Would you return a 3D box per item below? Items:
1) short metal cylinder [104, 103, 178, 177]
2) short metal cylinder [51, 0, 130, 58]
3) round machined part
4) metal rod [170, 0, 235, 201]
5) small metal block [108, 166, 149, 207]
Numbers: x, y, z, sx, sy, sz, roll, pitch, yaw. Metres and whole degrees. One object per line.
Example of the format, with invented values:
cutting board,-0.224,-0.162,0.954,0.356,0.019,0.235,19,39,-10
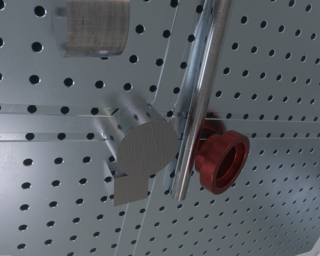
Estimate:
short metal cylinder,-0.024,0.015,0.391,0.081,0.050,0.079,-14,124,-21
short metal cylinder,-0.065,-0.104,0.276,0.050,0.080,0.079,-7,122,-25
round machined part,0.090,0.047,0.465,0.099,0.042,0.097,-30,134,-36
metal rod,0.052,-0.022,0.425,0.025,0.025,0.298,-5,121,-26
small metal block,-0.044,0.078,0.436,0.050,0.025,0.050,-9,123,-24
